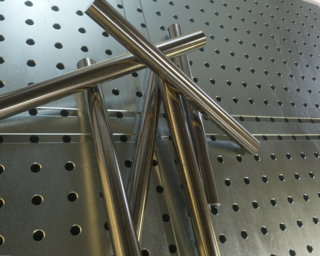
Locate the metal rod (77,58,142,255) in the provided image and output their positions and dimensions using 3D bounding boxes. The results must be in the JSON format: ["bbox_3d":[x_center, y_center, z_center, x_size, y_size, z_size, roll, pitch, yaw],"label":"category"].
[{"bbox_3d":[-0.055,0.041,0.333,0.025,0.025,0.299,-1,56,-28],"label":"metal rod"}]

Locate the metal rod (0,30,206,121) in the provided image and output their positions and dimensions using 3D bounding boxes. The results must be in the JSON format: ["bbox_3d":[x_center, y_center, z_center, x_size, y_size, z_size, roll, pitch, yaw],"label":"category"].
[{"bbox_3d":[-0.070,-0.065,0.369,0.302,0.025,0.025,-25,75,-24],"label":"metal rod"}]

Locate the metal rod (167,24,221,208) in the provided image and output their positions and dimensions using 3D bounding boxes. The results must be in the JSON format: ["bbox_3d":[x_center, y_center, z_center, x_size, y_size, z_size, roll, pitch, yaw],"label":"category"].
[{"bbox_3d":[0.044,-0.035,0.452,0.025,0.025,0.299,6,59,-25],"label":"metal rod"}]

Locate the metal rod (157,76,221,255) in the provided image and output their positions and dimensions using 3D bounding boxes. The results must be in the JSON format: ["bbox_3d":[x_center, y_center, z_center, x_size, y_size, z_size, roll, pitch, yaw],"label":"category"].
[{"bbox_3d":[0.032,0.038,0.383,0.025,0.025,0.299,-2,68,-29],"label":"metal rod"}]

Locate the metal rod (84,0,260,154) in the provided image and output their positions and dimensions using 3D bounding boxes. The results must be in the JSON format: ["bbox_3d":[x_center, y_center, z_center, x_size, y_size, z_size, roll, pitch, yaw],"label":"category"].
[{"bbox_3d":[0.034,-0.052,0.397,0.301,0.025,0.025,37,49,-28],"label":"metal rod"}]

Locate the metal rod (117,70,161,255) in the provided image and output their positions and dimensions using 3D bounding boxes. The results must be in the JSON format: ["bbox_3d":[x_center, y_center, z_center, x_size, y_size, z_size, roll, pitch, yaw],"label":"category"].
[{"bbox_3d":[-0.017,0.013,0.390,0.025,0.025,0.300,20,54,-17],"label":"metal rod"}]
